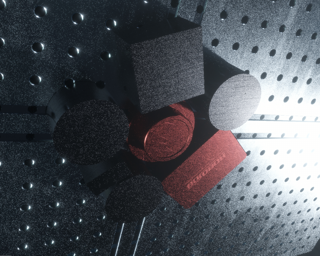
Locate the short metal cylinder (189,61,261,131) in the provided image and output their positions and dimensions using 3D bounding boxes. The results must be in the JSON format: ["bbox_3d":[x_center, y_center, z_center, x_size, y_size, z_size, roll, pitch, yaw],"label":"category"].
[{"bbox_3d":[0.086,-0.043,0.414,0.081,0.050,0.079,-14,124,-21],"label":"short metal cylinder"}]

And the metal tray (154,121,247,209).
[{"bbox_3d":[0.062,0.055,0.475,0.130,0.030,0.090,-42,129,0],"label":"metal tray"}]

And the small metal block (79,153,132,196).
[{"bbox_3d":[-0.070,0.048,0.385,0.050,0.050,0.025,-33,129,-7],"label":"small metal block"}]

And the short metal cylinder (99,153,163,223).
[{"bbox_3d":[-0.042,0.081,0.421,0.081,0.050,0.079,-14,124,-21],"label":"short metal cylinder"}]

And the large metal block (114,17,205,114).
[{"bbox_3d":[0.001,-0.072,0.351,0.081,0.050,0.079,-20,126,-17],"label":"large metal block"}]

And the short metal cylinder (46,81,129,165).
[{"bbox_3d":[-0.081,-0.005,0.346,0.081,0.050,0.079,-14,124,-21],"label":"short metal cylinder"}]

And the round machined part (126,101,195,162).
[{"bbox_3d":[0.003,0.004,0.404,0.099,0.042,0.097,-14,124,-21],"label":"round machined part"}]
